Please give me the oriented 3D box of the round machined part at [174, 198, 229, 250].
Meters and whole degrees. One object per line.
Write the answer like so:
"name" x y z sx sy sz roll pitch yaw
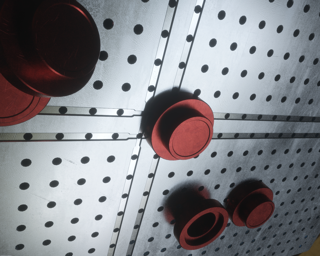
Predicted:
"round machined part" 0.067 0.161 0.539 0.099 0.042 0.097 -14 125 -21

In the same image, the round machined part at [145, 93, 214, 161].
"round machined part" 0.033 0.005 0.423 0.099 0.042 0.097 -14 124 -21

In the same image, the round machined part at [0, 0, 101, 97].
"round machined part" -0.092 -0.076 0.273 0.099 0.042 0.097 -3 94 -53

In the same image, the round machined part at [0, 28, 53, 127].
"round machined part" -0.150 -0.043 0.292 0.099 0.042 0.097 -14 125 -21

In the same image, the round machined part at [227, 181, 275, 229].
"round machined part" 0.181 0.154 0.598 0.099 0.042 0.097 -14 125 -21
